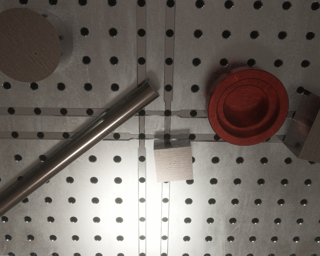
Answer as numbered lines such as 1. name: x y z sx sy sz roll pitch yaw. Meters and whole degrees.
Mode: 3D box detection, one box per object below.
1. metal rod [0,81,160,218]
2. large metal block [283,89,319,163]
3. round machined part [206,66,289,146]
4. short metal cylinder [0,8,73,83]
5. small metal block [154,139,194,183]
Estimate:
1. metal rod: -0.126 0.037 0.425 0.300 0.025 0.025 -36 107 12
2. large metal block: 0.222 0.002 0.404 0.081 0.050 0.079 13 110 -5
3. round machined part: 0.107 -0.030 0.395 0.099 0.042 0.097 0 110 -1
4. short metal cylinder: -0.149 -0.098 0.362 0.081 0.050 0.079 0 110 -1
5. small metal block: 0.019 0.046 0.431 0.050 0.025 0.050 -5 110 1
